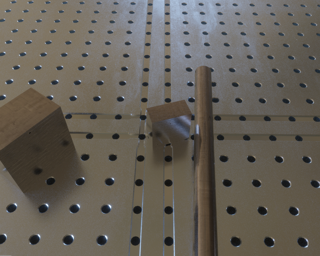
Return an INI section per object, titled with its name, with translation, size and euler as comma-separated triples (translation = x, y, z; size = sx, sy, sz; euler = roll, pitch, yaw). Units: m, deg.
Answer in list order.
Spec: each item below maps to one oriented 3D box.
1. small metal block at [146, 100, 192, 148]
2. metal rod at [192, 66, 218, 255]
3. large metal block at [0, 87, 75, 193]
[small metal block]
translation = 0.011, -0.005, 0.396
size = 0.050, 0.050, 0.025
euler = -14, 52, -12
[metal rod]
translation = 0.055, 0.027, 0.385
size = 0.025, 0.025, 0.300
euler = 4, 50, 3
[large metal block]
translation = -0.153, 0.014, 0.358
size = 0.050, 0.080, 0.080
euler = 31, 56, 23
